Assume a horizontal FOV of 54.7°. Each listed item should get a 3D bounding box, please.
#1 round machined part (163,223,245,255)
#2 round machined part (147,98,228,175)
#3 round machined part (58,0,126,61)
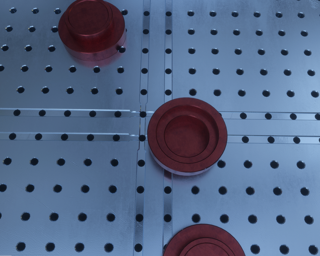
[{"bbox_3d":[0.050,0.158,0.346,0.099,0.042,0.098,0,70,-1],"label":"round machined part"},{"bbox_3d":[0.034,0.013,0.398,0.099,0.042,0.098,0,70,-1],"label":"round machined part"},{"bbox_3d":[-0.101,-0.152,0.457,0.099,0.042,0.098,0,70,-1],"label":"round machined part"}]
